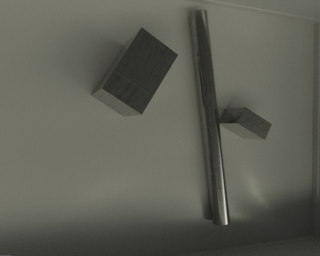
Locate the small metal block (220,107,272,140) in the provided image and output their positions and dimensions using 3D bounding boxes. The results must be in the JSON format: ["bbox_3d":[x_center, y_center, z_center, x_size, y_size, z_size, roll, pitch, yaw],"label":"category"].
[{"bbox_3d":[0.120,-0.006,0.443,0.050,0.050,0.025,29,81,-18],"label":"small metal block"}]

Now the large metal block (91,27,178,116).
[{"bbox_3d":[-0.033,-0.062,0.370,0.050,0.080,0.080,34,79,-17],"label":"large metal block"}]

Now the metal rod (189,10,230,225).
[{"bbox_3d":[0.071,-0.013,0.437,0.025,0.025,0.298,-8,93,-20],"label":"metal rod"}]
